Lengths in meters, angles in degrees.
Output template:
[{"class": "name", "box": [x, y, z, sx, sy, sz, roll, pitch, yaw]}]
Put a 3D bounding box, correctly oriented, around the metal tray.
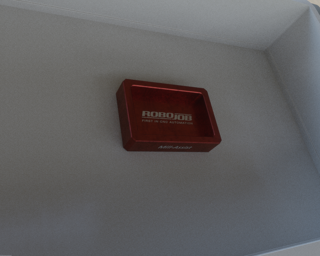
[{"class": "metal tray", "box": [0.012, -0.015, 0.417, 0.131, 0.030, 0.090, 3, 60, -27]}]
